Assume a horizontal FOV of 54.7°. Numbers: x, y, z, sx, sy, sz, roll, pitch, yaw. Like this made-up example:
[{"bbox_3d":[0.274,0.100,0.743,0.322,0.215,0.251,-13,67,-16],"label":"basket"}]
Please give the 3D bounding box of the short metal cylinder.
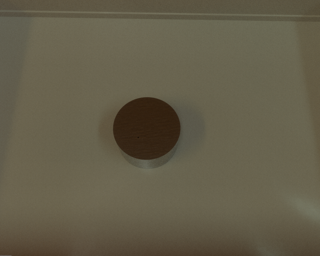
[{"bbox_3d":[-0.016,0.008,0.393,0.081,0.050,0.080,0,70,0],"label":"short metal cylinder"}]
